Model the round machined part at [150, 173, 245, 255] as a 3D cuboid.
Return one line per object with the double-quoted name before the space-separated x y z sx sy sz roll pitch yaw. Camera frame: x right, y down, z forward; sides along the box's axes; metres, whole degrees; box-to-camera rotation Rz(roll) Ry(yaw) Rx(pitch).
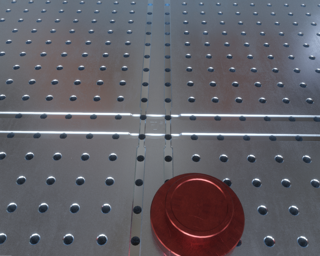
"round machined part" 0.039 0.088 0.323 0.099 0.042 0.098 0 50 0
